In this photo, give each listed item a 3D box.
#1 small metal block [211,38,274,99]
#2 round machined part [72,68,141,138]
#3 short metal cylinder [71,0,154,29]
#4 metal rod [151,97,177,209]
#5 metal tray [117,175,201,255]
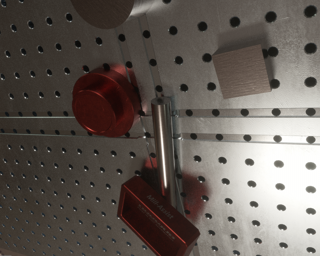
[{"bbox_3d":[0.088,-0.062,0.326,0.050,0.025,0.050,-7,115,31],"label":"small metal block"},{"bbox_3d":[-0.080,-0.028,0.423,0.098,0.042,0.097,13,124,20],"label":"round machined part"},{"bbox_3d":[-0.050,-0.151,0.327,0.080,0.050,0.079,13,124,20],"label":"short metal cylinder"},{"bbox_3d":[0.012,0.095,0.462,0.025,0.025,0.298,9,123,23],"label":"metal rod"},{"bbox_3d":[-0.008,0.143,0.469,0.130,0.030,0.089,38,137,24],"label":"metal tray"}]
